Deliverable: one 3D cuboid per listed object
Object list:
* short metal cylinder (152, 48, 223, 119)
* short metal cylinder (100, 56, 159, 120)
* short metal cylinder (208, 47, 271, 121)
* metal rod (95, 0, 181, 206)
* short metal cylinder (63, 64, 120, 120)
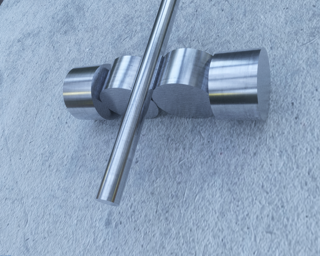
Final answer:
[{"bbox_3d":[0.035,-0.053,0.383,0.080,0.080,0.050,1,62,28],"label":"short metal cylinder"},{"bbox_3d":[-0.035,-0.053,0.421,0.080,0.080,0.050,1,62,28],"label":"short metal cylinder"},{"bbox_3d":[0.093,-0.048,0.351,0.050,0.080,0.080,1,62,29],"label":"short metal cylinder"},{"bbox_3d":[-0.017,-0.057,0.370,0.025,0.025,0.300,1,62,28],"label":"metal rod"},{"bbox_3d":[-0.093,-0.051,0.450,0.050,0.080,0.080,1,62,29],"label":"short metal cylinder"}]
